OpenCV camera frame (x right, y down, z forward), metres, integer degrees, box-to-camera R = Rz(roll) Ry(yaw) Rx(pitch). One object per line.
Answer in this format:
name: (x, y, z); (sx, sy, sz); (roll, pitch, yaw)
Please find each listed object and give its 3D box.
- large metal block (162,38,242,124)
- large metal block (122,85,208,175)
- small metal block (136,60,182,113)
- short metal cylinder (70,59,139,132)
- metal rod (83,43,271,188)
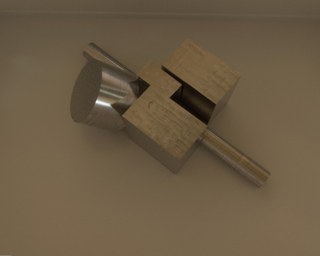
large metal block: (0.049, -0.055, 0.401); (0.080, 0.080, 0.050); (38, 74, 12)
large metal block: (0.005, 0.005, 0.378); (0.080, 0.080, 0.050); (37, 74, 12)
small metal block: (-0.001, -0.049, 0.388); (0.050, 0.050, 0.025); (39, 75, 12)
short metal cylinder: (-0.070, -0.039, 0.386); (0.050, 0.080, 0.080); (17, 65, -37)
metal rod: (0.014, -0.024, 0.418); (0.300, 0.025, 0.025); (37, 74, 12)
